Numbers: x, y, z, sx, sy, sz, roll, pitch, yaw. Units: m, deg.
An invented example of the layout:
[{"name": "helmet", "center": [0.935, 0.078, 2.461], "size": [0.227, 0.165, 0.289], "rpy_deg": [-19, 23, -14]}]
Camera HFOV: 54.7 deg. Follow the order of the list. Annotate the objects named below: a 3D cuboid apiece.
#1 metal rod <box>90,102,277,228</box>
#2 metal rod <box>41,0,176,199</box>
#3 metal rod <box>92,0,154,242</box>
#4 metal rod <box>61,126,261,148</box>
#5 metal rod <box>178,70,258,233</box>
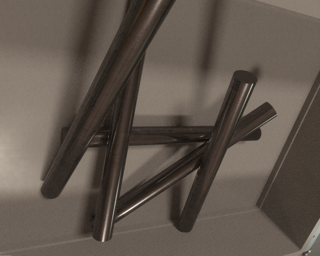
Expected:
[{"name": "metal rod", "center": [0.031, 0.058, 0.439], "size": [0.301, 0.025, 0.025], "rpy_deg": [-34, 130, 3]}, {"name": "metal rod", "center": [-0.064, -0.012, 0.290], "size": [0.025, 0.025, 0.298], "rpy_deg": [7, 139, -32]}, {"name": "metal rod", "center": [-0.044, -0.003, 0.355], "size": [0.025, 0.025, 0.298], "rpy_deg": [2, 109, -30]}, {"name": "metal rod", "center": [0.022, 0.010, 0.428], "size": [0.303, 0.025, 0.025], "rpy_deg": [-1, 119, -29]}, {"name": "metal rod", "center": [0.065, 0.055, 0.417], "size": [0.025, 0.025, 0.298], "rpy_deg": [-11, 137, -23]}]
